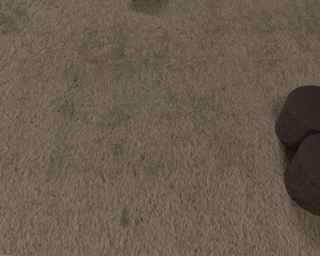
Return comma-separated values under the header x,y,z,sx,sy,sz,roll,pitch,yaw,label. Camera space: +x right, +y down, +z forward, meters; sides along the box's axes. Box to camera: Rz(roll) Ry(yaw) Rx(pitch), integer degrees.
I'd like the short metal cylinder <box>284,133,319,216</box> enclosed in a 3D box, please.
x,y,z,sx,sy,sz,roll,pitch,yaw,label
0.188,0.052,0.346,0.081,0.050,0.080,0,50,0,short metal cylinder

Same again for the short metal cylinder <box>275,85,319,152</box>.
x,y,z,sx,sy,sz,roll,pitch,yaw,label
0.196,-0.009,0.397,0.081,0.050,0.080,0,50,0,short metal cylinder
